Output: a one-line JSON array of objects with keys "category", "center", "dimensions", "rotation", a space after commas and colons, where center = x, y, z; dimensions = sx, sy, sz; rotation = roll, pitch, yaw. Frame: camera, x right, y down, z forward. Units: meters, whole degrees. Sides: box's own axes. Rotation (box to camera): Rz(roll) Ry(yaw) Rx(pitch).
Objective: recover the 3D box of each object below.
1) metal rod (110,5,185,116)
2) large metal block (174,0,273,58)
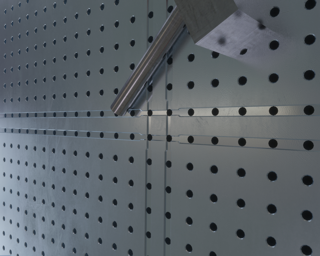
[{"category": "metal rod", "center": [0.019, -0.131, 0.393], "dimensions": [0.298, 0.025, 0.025], "rotation": [-52, 60, 27]}, {"category": "large metal block", "center": [0.062, -0.127, 0.322], "dimensions": [0.050, 0.081, 0.080], "rotation": [-34, 69, 35]}]
